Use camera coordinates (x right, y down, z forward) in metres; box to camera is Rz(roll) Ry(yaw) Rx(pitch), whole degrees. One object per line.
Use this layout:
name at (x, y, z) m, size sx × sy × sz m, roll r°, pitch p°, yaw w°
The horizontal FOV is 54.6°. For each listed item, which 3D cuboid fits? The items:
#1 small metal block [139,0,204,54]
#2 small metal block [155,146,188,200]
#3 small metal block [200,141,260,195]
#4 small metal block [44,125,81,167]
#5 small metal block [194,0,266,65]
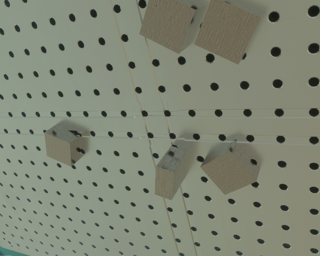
small metal block at (0.011, -0.116, 0.334) m, size 0.050 × 0.025 × 0.050 m, roll 29°, pitch 128°, yaw 9°
small metal block at (0.016, 0.061, 0.425) m, size 0.025 × 0.050 × 0.050 m, roll 16°, pitch 125°, yaw 19°
small metal block at (0.089, 0.052, 0.396) m, size 0.050 × 0.025 × 0.050 m, roll 49°, pitch 129°, yaw -6°
small metal block at (-0.161, 0.030, 0.516) m, size 0.050 × 0.025 × 0.050 m, roll 20°, pitch 126°, yaw 16°
small metal block at (0.069, -0.100, 0.313) m, size 0.050 × 0.025 × 0.050 m, roll 28°, pitch 128°, yaw 10°
